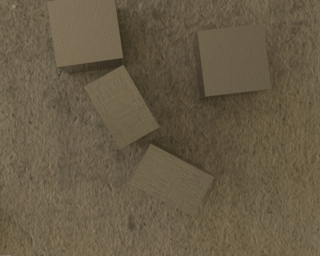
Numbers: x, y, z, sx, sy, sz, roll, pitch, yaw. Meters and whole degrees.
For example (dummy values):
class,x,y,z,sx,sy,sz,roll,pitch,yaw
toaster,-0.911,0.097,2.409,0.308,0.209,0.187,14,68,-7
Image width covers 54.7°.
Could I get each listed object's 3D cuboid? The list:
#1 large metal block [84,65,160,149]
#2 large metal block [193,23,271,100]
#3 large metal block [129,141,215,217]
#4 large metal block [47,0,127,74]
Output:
class,x,y,z,sx,sy,sz,roll,pitch,yaw
large metal block,-0.043,-0.023,0.382,0.050,0.080,0.080,-30,90,0
large metal block,0.090,-0.082,0.399,0.081,0.050,0.079,-7,90,-1
large metal block,0.013,0.058,0.383,0.080,0.080,0.050,28,90,-1
large metal block,-0.090,-0.118,0.396,0.081,0.050,0.080,-8,90,-1
